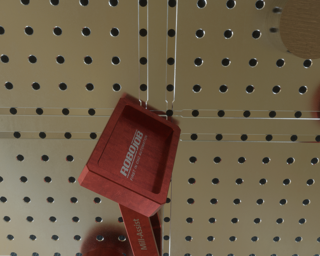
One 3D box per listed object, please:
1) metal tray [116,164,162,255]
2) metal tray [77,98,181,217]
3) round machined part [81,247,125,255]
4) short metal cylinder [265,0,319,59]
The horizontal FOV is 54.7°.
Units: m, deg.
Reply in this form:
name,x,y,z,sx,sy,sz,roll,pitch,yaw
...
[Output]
name,x,y,z,sx,sy,sz,roll,pitch,yaw
metal tray,-0.024,0.115,0.420,0.030,0.090,0.129,-11,110,4
metal tray,-0.029,0.028,0.366,0.090,0.130,0.030,28,129,-10
round machined part,-0.087,0.229,0.488,0.099,0.042,0.097,0,110,0
short metal cylinder,0.169,-0.123,0.356,0.081,0.050,0.079,0,110,0
